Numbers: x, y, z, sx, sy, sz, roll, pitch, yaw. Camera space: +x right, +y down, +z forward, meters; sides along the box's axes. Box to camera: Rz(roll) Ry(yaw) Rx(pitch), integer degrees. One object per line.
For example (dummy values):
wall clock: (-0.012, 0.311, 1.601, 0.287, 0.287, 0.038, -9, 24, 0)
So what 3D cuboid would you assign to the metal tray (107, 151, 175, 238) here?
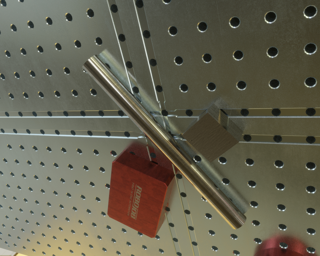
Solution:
metal tray: (-0.034, 0.107, 0.490, 0.090, 0.030, 0.129, 22, 127, 14)

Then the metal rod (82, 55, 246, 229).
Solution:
metal rod: (0.010, 0.023, 0.418, 0.300, 0.025, 0.025, 47, 129, -6)

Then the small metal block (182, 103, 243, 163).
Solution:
small metal block: (0.064, 0.007, 0.381, 0.050, 0.025, 0.050, 43, 129, -2)

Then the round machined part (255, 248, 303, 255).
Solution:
round machined part: (0.179, 0.224, 0.444, 0.098, 0.042, 0.097, 13, 124, 20)
